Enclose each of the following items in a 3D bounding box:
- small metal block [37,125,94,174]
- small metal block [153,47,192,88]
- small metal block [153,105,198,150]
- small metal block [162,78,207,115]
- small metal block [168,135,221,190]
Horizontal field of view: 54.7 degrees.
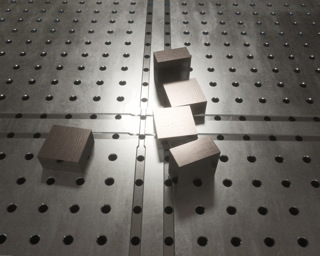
[{"bbox_3d":[-0.115,0.026,0.385,0.050,0.025,0.050,8,50,6],"label":"small metal block"},{"bbox_3d":[0.018,-0.091,0.468,0.050,0.050,0.025,-12,51,-10],"label":"small metal block"},{"bbox_3d":[0.019,-0.001,0.409,0.050,0.025,0.050,-6,50,-6],"label":"small metal block"},{"bbox_3d":[0.034,-0.043,0.444,0.050,0.025,0.050,-11,51,-10],"label":"small metal block"},{"bbox_3d":[0.038,0.041,0.358,0.050,0.050,0.025,-18,53,-15],"label":"small metal block"}]
